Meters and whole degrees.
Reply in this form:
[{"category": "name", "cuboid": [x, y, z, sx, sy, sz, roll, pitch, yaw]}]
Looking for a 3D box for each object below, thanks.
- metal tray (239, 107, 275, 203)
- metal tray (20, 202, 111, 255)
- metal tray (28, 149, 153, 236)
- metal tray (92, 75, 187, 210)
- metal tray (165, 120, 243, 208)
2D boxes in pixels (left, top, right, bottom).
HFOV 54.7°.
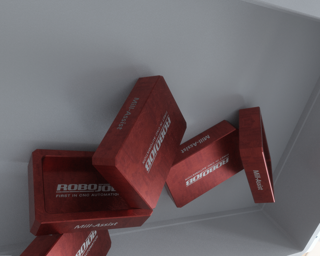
[{"category": "metal tray", "cuboid": [0.149, 0.043, 0.474, 0.030, 0.090, 0.130, -9, 132, 22]}, {"category": "metal tray", "cuboid": [-0.105, 0.148, 0.367, 0.030, 0.130, 0.089, -5, 110, 17]}, {"category": "metal tray", "cuboid": [-0.081, 0.072, 0.363, 0.131, 0.090, 0.030, 6, 137, -31]}, {"category": "metal tray", "cuboid": [-0.015, 0.014, 0.354, 0.090, 0.030, 0.130, 60, 41, -38]}, {"category": "metal tray", "cuboid": [0.065, 0.056, 0.475, 0.131, 0.030, 0.090, -29, 128, -10]}]
